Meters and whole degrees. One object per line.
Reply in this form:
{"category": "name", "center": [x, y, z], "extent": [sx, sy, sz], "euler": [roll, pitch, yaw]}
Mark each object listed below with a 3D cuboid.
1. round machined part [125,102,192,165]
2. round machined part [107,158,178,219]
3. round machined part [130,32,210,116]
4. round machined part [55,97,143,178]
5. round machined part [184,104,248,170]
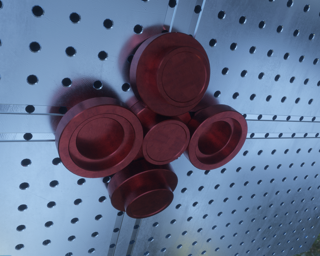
{"category": "round machined part", "center": [0.000, 0.009, 0.406], "extent": [0.099, 0.042, 0.097], "euler": [-14, 125, -21]}
{"category": "round machined part", "center": [-0.020, 0.090, 0.431], "extent": [0.099, 0.042, 0.097], "euler": [-15, 139, -14]}
{"category": "round machined part", "center": [0.018, -0.061, 0.359], "extent": [0.099, 0.042, 0.097], "euler": [-8, 107, -25]}
{"category": "round machined part", "center": [-0.073, 0.008, 0.366], "extent": [0.099, 0.042, 0.097], "euler": [-14, 125, -21]}
{"category": "round machined part", "center": [0.074, 0.009, 0.448], "extent": [0.099, 0.042, 0.097], "euler": [-14, 125, -21]}
